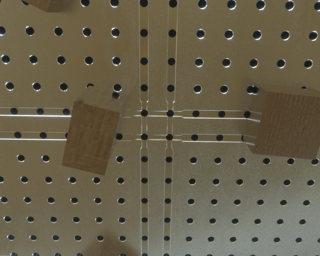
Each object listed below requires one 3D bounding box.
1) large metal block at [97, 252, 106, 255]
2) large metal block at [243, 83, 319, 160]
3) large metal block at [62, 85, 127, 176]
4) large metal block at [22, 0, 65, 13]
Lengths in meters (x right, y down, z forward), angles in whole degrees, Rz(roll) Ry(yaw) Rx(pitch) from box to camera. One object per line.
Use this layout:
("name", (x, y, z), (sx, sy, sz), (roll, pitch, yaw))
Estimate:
("large metal block", (-0.092, 0.262, 0.496), (0.080, 0.050, 0.080), (39, 105, -13))
("large metal block", (0.160, -0.010, 0.398), (0.080, 0.050, 0.079), (6, 110, -2))
("large metal block", (-0.078, 0.000, 0.383), (0.050, 0.080, 0.079), (15, 109, -5))
("large metal block", (-0.138, -0.181, 0.332), (0.080, 0.050, 0.080), (25, 108, -9))
